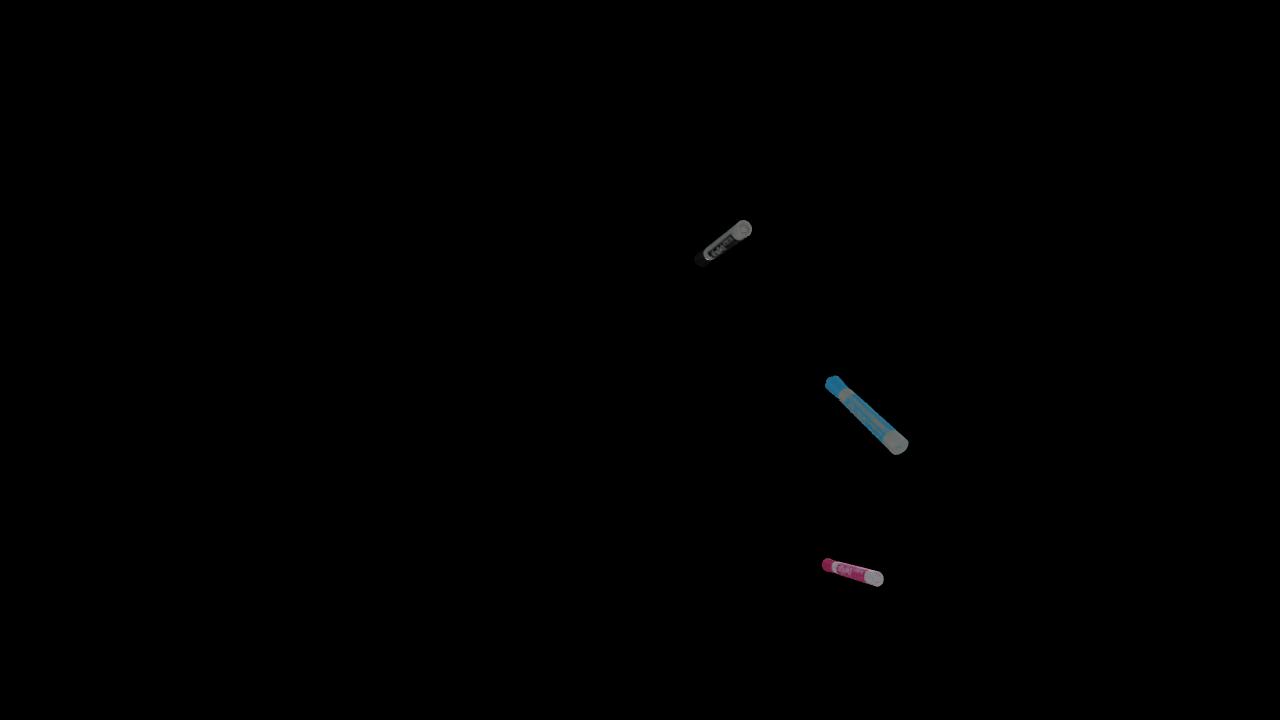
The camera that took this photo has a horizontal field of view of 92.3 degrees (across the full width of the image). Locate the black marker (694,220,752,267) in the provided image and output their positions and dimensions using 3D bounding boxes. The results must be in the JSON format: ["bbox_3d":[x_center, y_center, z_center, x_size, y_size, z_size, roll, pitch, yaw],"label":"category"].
[{"bbox_3d":[0.094,-0.134,0.722,0.020,0.020,0.121,0,-8,-19],"label":"black marker"}]

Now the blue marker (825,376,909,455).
[{"bbox_3d":[0.227,0.052,0.629,0.020,0.020,0.121,0,30,-21],"label":"blue marker"}]

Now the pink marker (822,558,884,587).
[{"bbox_3d":[0.283,0.285,0.831,0.020,0.020,0.121,0,-9,-16],"label":"pink marker"}]
